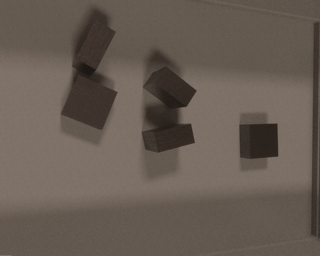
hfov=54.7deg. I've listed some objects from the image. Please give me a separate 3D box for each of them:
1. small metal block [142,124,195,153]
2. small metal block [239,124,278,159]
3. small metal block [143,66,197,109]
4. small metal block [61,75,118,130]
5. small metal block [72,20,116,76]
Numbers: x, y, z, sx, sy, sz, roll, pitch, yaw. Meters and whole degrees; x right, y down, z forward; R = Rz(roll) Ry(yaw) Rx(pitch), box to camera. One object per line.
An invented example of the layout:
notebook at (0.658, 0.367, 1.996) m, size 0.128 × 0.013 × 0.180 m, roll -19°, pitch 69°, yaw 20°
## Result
small metal block at (0.010, 0.012, 0.402) m, size 0.050 × 0.050 × 0.025 m, roll -13°, pitch 95°, yaw -20°
small metal block at (0.149, 0.019, 0.468) m, size 0.050 × 0.025 × 0.050 m, roll -2°, pitch 91°, yaw -20°
small metal block at (0.012, -0.051, 0.402) m, size 0.050 × 0.050 × 0.025 m, roll 36°, pitch 79°, yaw -17°
small metal block at (-0.087, -0.030, 0.379) m, size 0.050 × 0.025 × 0.050 m, roll 23°, pitch 82°, yaw -19°
small metal block at (-0.080, -0.093, 0.368) m, size 0.025 × 0.050 × 0.050 m, roll 28°, pitch 81°, yaw -18°
